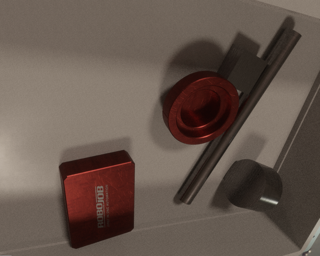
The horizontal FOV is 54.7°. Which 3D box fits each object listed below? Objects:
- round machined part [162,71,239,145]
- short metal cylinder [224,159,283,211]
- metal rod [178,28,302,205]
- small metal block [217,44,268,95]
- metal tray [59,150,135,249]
[{"bbox_3d":[0.049,-0.030,0.404,0.099,0.042,0.097,-11,126,-16],"label":"round machined part"},{"bbox_3d":[0.156,0.097,0.521,0.050,0.080,0.080,22,107,-37],"label":"short metal cylinder"},{"bbox_3d":[0.112,-0.008,0.467,0.025,0.025,0.298,19,108,-36],"label":"metal rod"},{"bbox_3d":[0.110,-0.079,0.422,0.050,0.025,0.050,16,110,-35],"label":"small metal block"},{"bbox_3d":[-0.082,0.098,0.423,0.091,0.030,0.129,-11,123,-23],"label":"metal tray"}]
